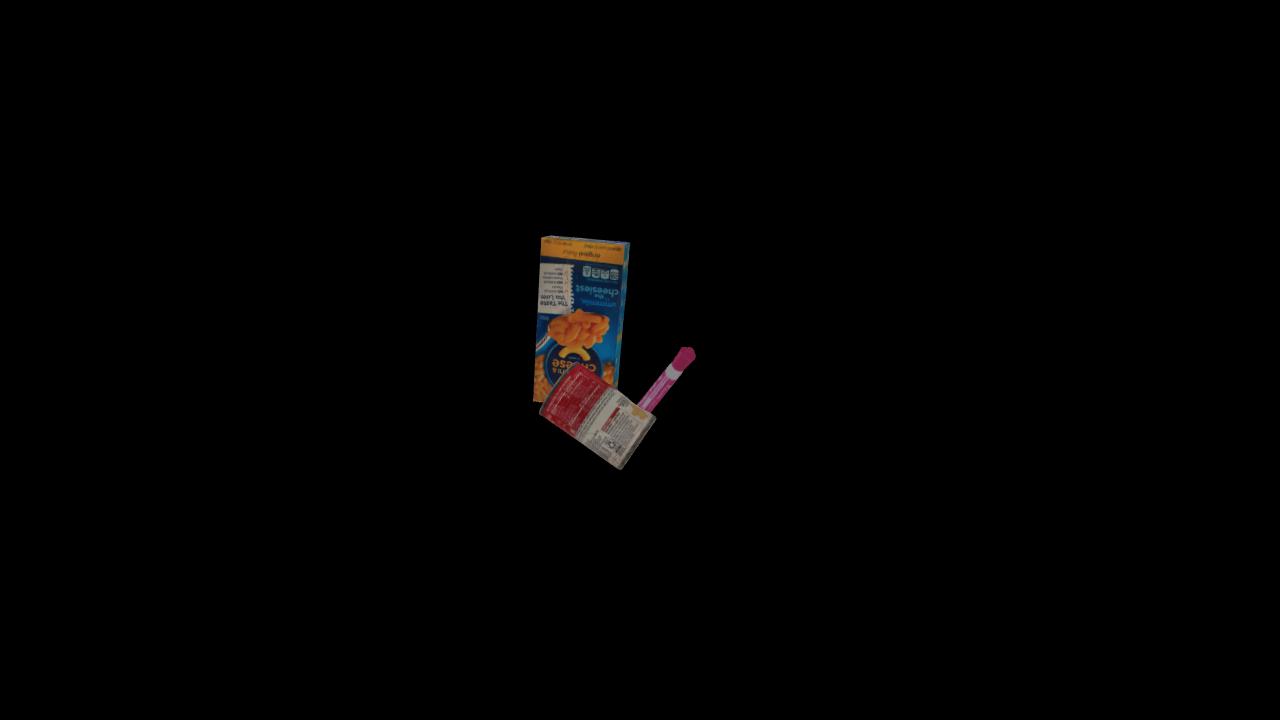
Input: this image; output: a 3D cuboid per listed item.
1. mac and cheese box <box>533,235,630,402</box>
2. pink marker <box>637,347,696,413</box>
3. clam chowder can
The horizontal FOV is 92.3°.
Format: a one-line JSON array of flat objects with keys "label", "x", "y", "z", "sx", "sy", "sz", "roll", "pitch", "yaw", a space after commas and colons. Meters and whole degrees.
[{"label": "mac and cheese box", "x": -0.065, "y": -0.040, "z": 0.673, "sx": 0.093, "sy": 0.184, "sz": 0.041, "roll": 7, "pitch": 15, "yaw": 6}, {"label": "pink marker", "x": 0.027, "y": 0.027, "z": 0.689, "sx": 0.020, "sy": 0.020, "sz": 0.121, "roll": 0, "pitch": -38, "yaw": -35}, {"label": "clam chowder can", "x": -0.042, "y": 0.057, "z": 0.630, "sx": 0.102, "sy": 0.068, "sz": 0.068, "roll": 35, "pitch": 3, "yaw": 5}]
